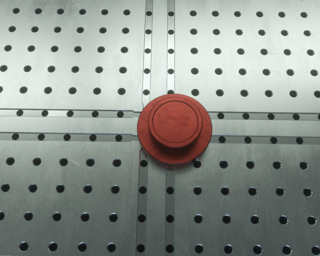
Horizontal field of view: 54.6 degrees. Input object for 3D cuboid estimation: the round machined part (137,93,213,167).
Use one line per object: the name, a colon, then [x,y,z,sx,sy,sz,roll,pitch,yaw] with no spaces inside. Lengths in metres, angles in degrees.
round machined part: [0.019,-0.002,0.403,0.099,0.042,0.098,0,70,0]
